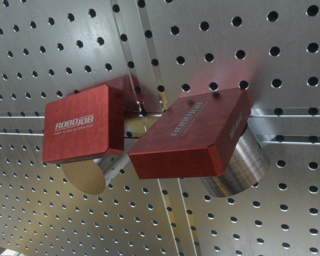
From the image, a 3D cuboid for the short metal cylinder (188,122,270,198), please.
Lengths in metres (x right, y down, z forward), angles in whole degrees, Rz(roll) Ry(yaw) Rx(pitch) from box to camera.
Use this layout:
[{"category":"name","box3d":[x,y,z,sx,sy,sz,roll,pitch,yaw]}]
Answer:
[{"category":"short metal cylinder","box3d":[0.077,0.034,0.356,0.080,0.080,0.050,-25,105,37]}]

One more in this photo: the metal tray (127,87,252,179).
[{"category":"metal tray","box3d":[0.036,0.002,0.325,0.090,0.131,0.030,-8,114,31]}]

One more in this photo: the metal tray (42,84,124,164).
[{"category":"metal tray","box3d":[-0.109,-0.001,0.432,0.130,0.030,0.090,-11,73,32]}]

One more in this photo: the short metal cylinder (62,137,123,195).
[{"category":"short metal cylinder","box3d":[-0.105,0.058,0.486,0.080,0.050,0.079,13,124,21]}]
